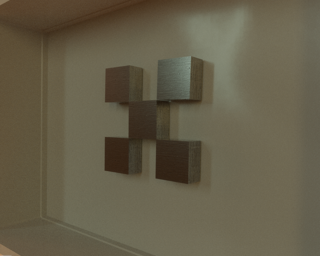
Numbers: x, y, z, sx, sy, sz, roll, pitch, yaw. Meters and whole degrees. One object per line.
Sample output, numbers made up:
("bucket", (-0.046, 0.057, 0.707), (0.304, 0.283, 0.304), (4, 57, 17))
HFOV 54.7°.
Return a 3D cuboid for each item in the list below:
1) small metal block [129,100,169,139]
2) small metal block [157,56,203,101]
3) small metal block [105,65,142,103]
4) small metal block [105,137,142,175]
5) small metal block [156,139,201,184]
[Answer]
("small metal block", (-0.015, -0.011, 0.417), (0.050, 0.025, 0.050), (1, 91, 40))
("small metal block", (0.024, -0.060, 0.384), (0.050, 0.025, 0.050), (3, 92, 40))
("small metal block", (-0.053, -0.062, 0.448), (0.050, 0.025, 0.050), (2, 92, 40))
("small metal block", (-0.054, 0.038, 0.449), (0.050, 0.025, 0.050), (1, 91, 40))
("small metal block", (0.022, 0.040, 0.386), (0.050, 0.025, 0.050), (2, 91, 40))
